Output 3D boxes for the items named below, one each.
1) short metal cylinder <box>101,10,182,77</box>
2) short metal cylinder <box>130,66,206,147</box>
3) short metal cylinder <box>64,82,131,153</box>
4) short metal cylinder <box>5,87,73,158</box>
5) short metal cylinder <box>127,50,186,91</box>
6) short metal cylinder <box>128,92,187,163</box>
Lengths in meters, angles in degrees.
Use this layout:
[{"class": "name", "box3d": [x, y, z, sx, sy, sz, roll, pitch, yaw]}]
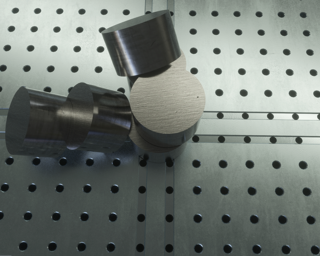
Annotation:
[{"class": "short metal cylinder", "box3d": [-0.021, -0.099, 0.358, 0.080, 0.080, 0.050, -22, 115, -8]}, {"class": "short metal cylinder", "box3d": [0.008, -0.023, 0.352, 0.081, 0.050, 0.080, 0, 70, 0]}, {"class": "short metal cylinder", "box3d": [-0.079, -0.011, 0.378, 0.050, 0.080, 0.080, 11, 63, -41]}, {"class": "short metal cylinder", "box3d": [-0.148, -0.005, 0.376, 0.050, 0.080, 0.080, 11, 63, -42]}, {"class": "short metal cylinder", "box3d": [-0.006, -0.076, 0.425, 0.081, 0.050, 0.080, 0, 70, 0]}, {"class": "short metal cylinder", "box3d": [-0.001, 0.000, 0.398, 0.081, 0.050, 0.080, 0, 70, 0]}]
